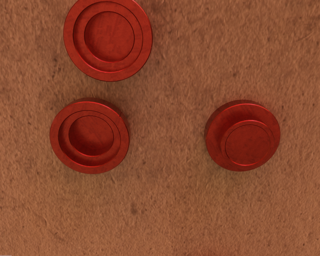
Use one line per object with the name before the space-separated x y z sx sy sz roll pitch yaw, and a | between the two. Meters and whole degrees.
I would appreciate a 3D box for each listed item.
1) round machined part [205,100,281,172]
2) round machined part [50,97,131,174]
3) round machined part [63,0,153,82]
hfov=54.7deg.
round machined part | 0.110 0.015 0.408 0.099 0.042 0.097 0 110 -1
round machined part | -0.087 0.007 0.402 0.099 0.042 0.097 0 110 -1
round machined part | -0.057 -0.106 0.361 0.099 0.042 0.097 0 110 -1
